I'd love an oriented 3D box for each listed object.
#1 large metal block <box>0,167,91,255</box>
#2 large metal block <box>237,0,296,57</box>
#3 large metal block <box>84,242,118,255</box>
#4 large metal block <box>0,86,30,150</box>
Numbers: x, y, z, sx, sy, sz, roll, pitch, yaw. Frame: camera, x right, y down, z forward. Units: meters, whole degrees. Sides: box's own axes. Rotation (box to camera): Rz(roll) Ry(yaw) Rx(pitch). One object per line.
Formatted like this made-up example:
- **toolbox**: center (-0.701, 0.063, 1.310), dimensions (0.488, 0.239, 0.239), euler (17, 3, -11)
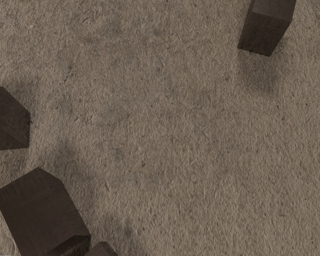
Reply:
- **large metal block**: center (-0.125, 0.098, 0.342), dimensions (0.050, 0.080, 0.080), euler (-31, 73, -11)
- **large metal block**: center (0.153, -0.162, 0.440), dimensions (0.050, 0.080, 0.080), euler (17, 71, 6)
- **large metal block**: center (-0.066, 0.180, 0.328), dimensions (0.080, 0.050, 0.080), euler (-41, 76, -14)
- **large metal block**: center (-0.216, -0.007, 0.379), dimensions (0.081, 0.080, 0.050), euler (-6, 70, -3)
